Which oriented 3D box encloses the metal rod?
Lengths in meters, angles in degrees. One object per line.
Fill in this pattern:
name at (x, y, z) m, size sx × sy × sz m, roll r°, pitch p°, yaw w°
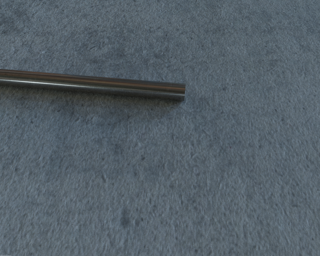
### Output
metal rod at (-0.114, -0.065, 0.456) m, size 0.302 × 0.025 × 0.025 m, roll 5°, pitch 50°, yaw 4°
